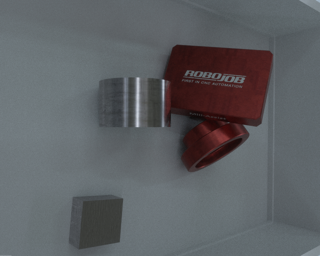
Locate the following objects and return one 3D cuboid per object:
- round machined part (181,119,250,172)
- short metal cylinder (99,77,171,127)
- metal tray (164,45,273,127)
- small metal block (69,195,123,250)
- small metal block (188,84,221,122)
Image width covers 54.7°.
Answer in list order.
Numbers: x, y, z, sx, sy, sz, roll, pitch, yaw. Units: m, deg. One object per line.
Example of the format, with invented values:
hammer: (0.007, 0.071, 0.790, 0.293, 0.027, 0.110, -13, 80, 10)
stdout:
round machined part: (0.071, 0.018, 0.434, 0.099, 0.097, 0.042, -14, 64, -39)
short metal cylinder: (-0.028, -0.026, 0.349, 0.081, 0.080, 0.050, 0, 91, -40)
metal tray: (0.071, -0.057, 0.401, 0.030, 0.130, 0.090, 43, 60, -65)
small metal block: (-0.071, 0.104, 0.349, 0.050, 0.025, 0.050, 7, 86, -40)
small metal block: (0.067, -0.035, 0.456, 0.050, 0.025, 0.050, 18, 60, -39)
